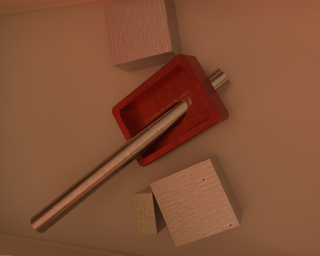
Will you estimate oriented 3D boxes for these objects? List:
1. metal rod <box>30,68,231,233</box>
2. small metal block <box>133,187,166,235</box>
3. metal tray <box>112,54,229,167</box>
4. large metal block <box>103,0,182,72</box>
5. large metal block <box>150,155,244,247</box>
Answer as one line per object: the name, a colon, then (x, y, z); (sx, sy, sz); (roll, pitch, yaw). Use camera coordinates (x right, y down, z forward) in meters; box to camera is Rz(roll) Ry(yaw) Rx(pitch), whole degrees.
metal rod: (-0.038, 0.030, 0.389); (0.300, 0.025, 0.025); (-39, 78, 2)
small metal block: (-0.010, 0.105, 0.400); (0.025, 0.050, 0.050); (-8, 88, 19)
metal tray: (0.008, -0.019, 0.387); (0.130, 0.030, 0.090); (-34, 79, 31)
large metal block: (-0.021, -0.124, 0.404); (0.080, 0.050, 0.080); (-9, 87, 19)
large metal block: (0.046, 0.087, 0.380); (0.080, 0.050, 0.080); (-26, 82, 18)
